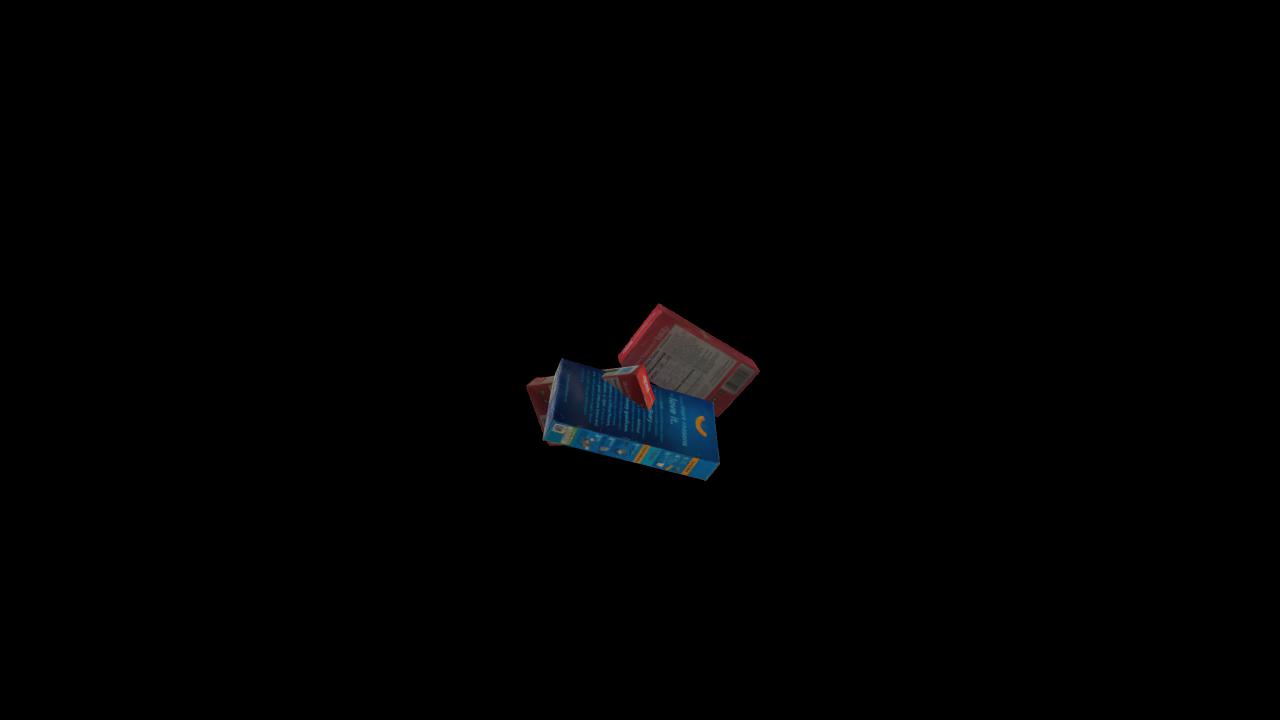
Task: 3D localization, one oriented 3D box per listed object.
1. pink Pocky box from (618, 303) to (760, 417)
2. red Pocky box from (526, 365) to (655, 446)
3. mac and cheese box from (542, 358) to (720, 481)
[{"bbox_3d":[0.059,0.003,0.738,0.155,0.084,0.029,28,23,-24],"label":"pink Pocky box"},{"bbox_3d":[-0.052,0.054,0.698,0.155,0.083,0.028,-7,19,31],"label":"red Pocky box"},{"bbox_3d":[-0.007,0.064,0.662,0.184,0.041,0.093,17,39,-15],"label":"mac and cheese box"}]
